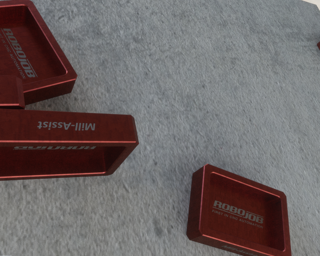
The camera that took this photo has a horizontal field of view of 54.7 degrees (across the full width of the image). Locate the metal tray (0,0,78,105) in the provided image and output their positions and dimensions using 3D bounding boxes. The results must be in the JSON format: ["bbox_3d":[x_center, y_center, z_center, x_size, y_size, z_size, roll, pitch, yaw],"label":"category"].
[{"bbox_3d":[-0.169,-0.091,0.364,0.091,0.030,0.130,-24,75,-37],"label":"metal tray"}]

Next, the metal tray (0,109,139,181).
[{"bbox_3d":[-0.097,0.019,0.298,0.131,0.090,0.030,2,61,-28],"label":"metal tray"}]

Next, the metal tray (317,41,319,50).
[{"bbox_3d":[0.453,-0.173,0.755,0.131,0.030,0.090,1,61,-28],"label":"metal tray"}]

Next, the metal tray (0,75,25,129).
[{"bbox_3d":[-0.191,-0.008,0.264,0.131,0.090,0.030,-3,64,-30],"label":"metal tray"}]

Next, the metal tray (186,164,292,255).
[{"bbox_3d":[0.101,0.109,0.390,0.131,0.030,0.090,22,53,-16],"label":"metal tray"}]
